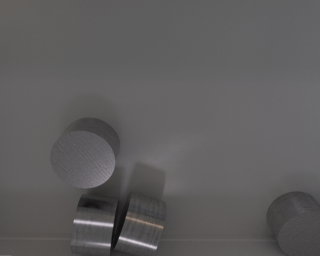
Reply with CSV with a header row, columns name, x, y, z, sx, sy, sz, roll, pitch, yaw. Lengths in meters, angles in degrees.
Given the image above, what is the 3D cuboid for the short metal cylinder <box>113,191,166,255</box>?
name,x,y,z,sx,sy,sz,roll,pitch,yaw
short metal cylinder,-0.029,0.134,0.431,0.050,0.080,0.079,19,109,-7

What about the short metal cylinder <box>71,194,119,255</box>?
name,x,y,z,sx,sy,sz,roll,pitch,yaw
short metal cylinder,-0.088,0.135,0.431,0.050,0.080,0.079,7,110,-3

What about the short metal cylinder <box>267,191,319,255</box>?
name,x,y,z,sx,sy,sz,roll,pitch,yaw
short metal cylinder,0.204,0.140,0.451,0.081,0.050,0.079,0,110,0

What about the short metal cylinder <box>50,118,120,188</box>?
name,x,y,z,sx,sy,sz,roll,pitch,yaw
short metal cylinder,-0.096,0.032,0.409,0.081,0.050,0.079,0,110,0
